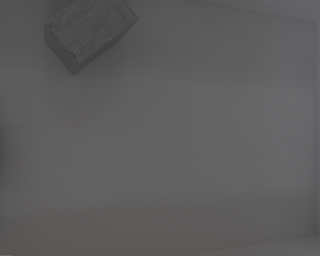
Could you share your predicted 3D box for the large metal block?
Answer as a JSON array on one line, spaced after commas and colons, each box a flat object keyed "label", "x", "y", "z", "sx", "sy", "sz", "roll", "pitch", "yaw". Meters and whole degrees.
[{"label": "large metal block", "x": -0.081, "y": -0.110, "z": 0.351, "sx": 0.080, "sy": 0.080, "sz": 0.050, "roll": -42, "pitch": 104, "yaw": -15}]
